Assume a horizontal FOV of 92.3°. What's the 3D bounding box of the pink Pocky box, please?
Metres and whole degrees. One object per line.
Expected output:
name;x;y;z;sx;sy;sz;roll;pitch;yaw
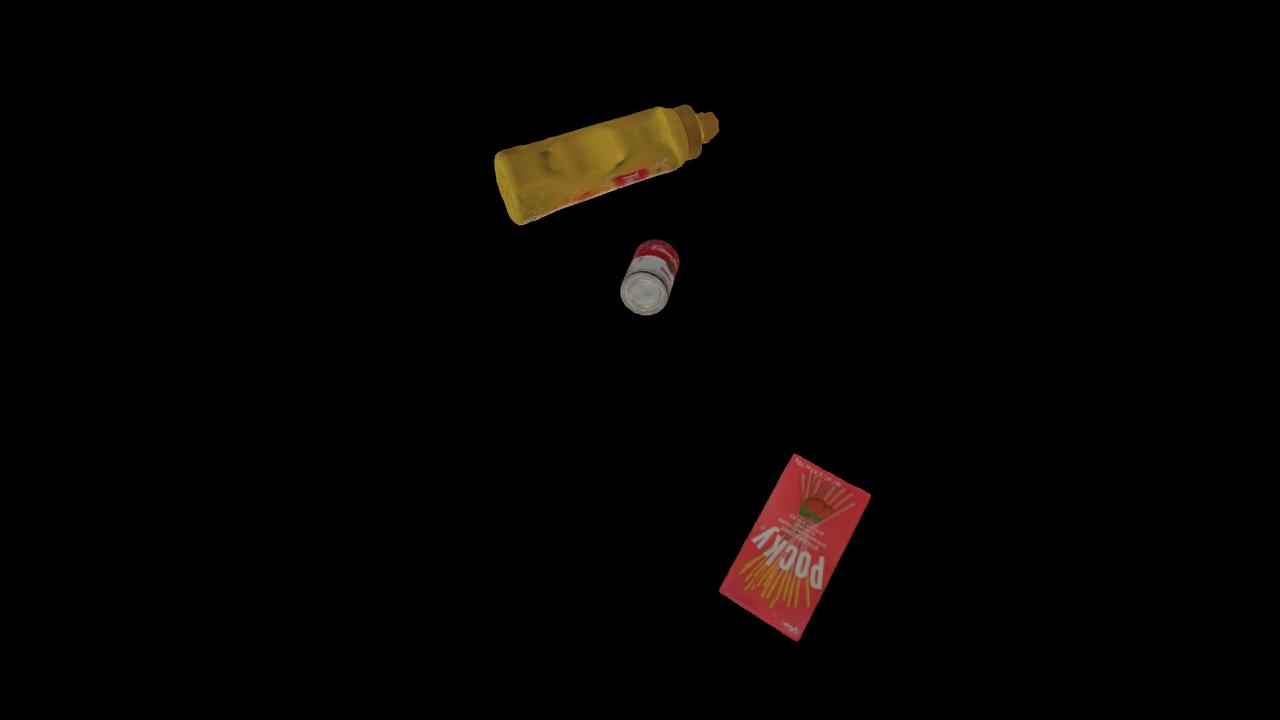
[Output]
pink Pocky box;0.150;0.177;0.593;0.084;0.155;0.029;29;-14;17

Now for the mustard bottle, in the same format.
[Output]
mustard bottle;-0.020;-0.162;0.488;0.184;0.054;0.092;-22;0;-12

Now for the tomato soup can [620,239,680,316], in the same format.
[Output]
tomato soup can;0.014;-0.115;0.852;0.068;0.068;0.101;0;35;14
